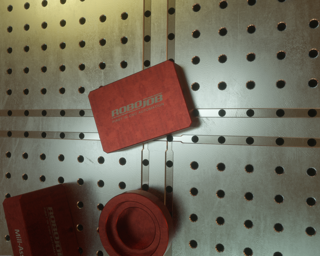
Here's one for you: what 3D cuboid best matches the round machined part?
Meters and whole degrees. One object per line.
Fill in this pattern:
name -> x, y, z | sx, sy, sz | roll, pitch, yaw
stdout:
round machined part -> -0.028, 0.131, 0.414 | 0.098, 0.042, 0.097 | 0, 90, 20

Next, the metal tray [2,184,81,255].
metal tray -> -0.161, 0.151, 0.434 | 0.030, 0.090, 0.129 | -17, 84, 19

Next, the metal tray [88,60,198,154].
metal tray -> -0.025, -0.026, 0.419 | 0.130, 0.030, 0.090 | -19, 84, 19
